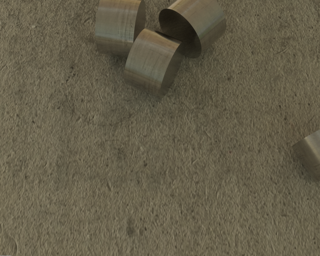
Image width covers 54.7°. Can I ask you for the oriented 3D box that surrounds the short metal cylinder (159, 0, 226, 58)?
[{"bbox_3d":[0.045,-0.145,0.432,0.080,0.080,0.050,43,76,14],"label":"short metal cylinder"}]

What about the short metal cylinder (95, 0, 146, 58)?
[{"bbox_3d":[-0.053,-0.139,0.429,0.050,0.080,0.080,10,70,3],"label":"short metal cylinder"}]

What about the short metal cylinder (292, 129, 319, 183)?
[{"bbox_3d":[0.209,0.025,0.371,0.080,0.080,0.050,-24,72,-8],"label":"short metal cylinder"}]

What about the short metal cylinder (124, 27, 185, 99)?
[{"bbox_3d":[-0.006,-0.085,0.410,0.050,0.080,0.080,24,72,8],"label":"short metal cylinder"}]
